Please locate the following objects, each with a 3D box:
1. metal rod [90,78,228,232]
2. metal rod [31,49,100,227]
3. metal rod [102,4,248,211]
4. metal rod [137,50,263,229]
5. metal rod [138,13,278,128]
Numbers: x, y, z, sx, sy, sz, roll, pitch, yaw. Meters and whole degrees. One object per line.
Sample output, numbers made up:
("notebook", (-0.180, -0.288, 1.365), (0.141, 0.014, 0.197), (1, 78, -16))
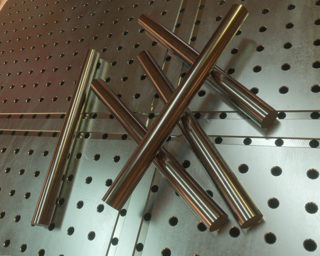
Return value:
("metal rod", (-0.021, 0.014, 0.411), (0.025, 0.025, 0.300), (-43, 51, -1))
("metal rod", (-0.140, -0.001, 0.483), (0.025, 0.025, 0.300), (-6, 59, 25))
("metal rod", (0.026, -0.034, 0.383), (0.025, 0.025, 0.300), (24, 75, 36))
("metal rod", (0.033, -0.010, 0.397), (0.025, 0.025, 0.300), (-34, 51, 6))
("metal rod", (0.048, -0.098, 0.443), (0.025, 0.025, 0.300), (-41, 51, 1))
